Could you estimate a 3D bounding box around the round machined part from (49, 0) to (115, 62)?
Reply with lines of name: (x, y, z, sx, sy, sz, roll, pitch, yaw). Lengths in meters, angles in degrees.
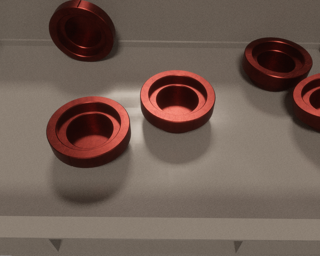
round machined part: (-0.119, -0.156, 0.487, 0.099, 0.097, 0.042, 4, 51, 3)

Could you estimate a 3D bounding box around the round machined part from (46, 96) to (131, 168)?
round machined part: (-0.085, 0.009, 0.385, 0.099, 0.042, 0.098, 0, 50, 0)

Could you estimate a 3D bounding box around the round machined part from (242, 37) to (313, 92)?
round machined part: (0.175, -0.093, 0.475, 0.099, 0.042, 0.098, 0, 50, 0)

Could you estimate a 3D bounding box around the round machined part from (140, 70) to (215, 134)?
round machined part: (0.023, -0.031, 0.420, 0.099, 0.042, 0.098, 0, 50, 0)

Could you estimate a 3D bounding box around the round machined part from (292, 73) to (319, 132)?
round machined part: (0.229, -0.030, 0.410, 0.098, 0.042, 0.098, -12, 41, 11)
